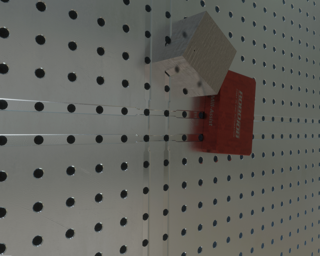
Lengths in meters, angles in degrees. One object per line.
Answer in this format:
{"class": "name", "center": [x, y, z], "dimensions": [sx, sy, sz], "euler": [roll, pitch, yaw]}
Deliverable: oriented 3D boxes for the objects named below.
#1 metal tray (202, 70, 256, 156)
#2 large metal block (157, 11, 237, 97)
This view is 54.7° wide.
{"class": "metal tray", "center": [0.114, -0.022, 0.501], "dimensions": [0.091, 0.030, 0.129], "euler": [8, 85, -40]}
{"class": "large metal block", "center": [0.054, -0.101, 0.438], "dimensions": [0.080, 0.050, 0.080], "euler": [41, 65, -33]}
